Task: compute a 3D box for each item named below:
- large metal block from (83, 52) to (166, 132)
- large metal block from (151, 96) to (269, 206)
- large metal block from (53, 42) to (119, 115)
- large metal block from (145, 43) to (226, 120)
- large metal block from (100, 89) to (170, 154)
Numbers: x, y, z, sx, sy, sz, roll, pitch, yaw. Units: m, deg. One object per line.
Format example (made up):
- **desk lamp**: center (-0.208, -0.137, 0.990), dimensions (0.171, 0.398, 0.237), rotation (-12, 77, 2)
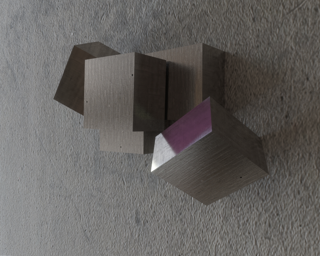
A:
- **large metal block**: center (-0.041, -0.038, 0.354), dimensions (0.080, 0.050, 0.079), rotation (3, 92, 39)
- **large metal block**: center (0.050, 0.027, 0.320), dimensions (0.080, 0.080, 0.050), rotation (-38, 29, 33)
- **large metal block**: center (-0.095, -0.072, 0.438), dimensions (0.050, 0.080, 0.080), rotation (29, 112, 1)
- **large metal block**: center (0.029, -0.049, 0.365), dimensions (0.080, 0.050, 0.079), rotation (0, 90, 39)
- **large metal block**: center (-0.034, -0.009, 0.414), dimensions (0.080, 0.050, 0.079), rotation (0, 90, 39)
